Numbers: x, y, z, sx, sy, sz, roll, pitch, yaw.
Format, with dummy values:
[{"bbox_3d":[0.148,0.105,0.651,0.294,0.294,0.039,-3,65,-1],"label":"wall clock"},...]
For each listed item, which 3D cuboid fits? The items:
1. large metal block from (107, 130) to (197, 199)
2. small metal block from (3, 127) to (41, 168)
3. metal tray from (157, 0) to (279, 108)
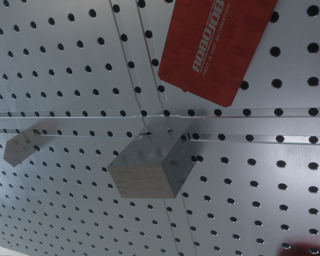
[{"bbox_3d":[-0.008,0.047,0.409,0.080,0.080,0.050,-7,115,31],"label":"large metal block"},{"bbox_3d":[-0.243,0.034,0.544,0.025,0.050,0.050,37,129,3],"label":"small metal block"},{"bbox_3d":[0.056,-0.095,0.319,0.090,0.030,0.129,25,128,12],"label":"metal tray"}]
